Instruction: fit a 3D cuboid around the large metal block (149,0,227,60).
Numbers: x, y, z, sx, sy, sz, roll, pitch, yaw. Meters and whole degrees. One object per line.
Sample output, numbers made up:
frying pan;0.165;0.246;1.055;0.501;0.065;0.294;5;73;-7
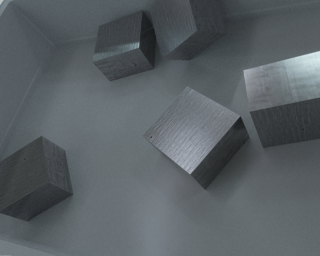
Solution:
large metal block;0.035;-0.146;0.419;0.080;0.050;0.080;-26;74;55

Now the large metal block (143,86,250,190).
large metal block;0.042;0.010;0.360;0.080;0.050;0.080;-48;52;-6

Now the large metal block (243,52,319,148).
large metal block;0.136;-0.025;0.314;0.080;0.080;0.050;-12;57;21

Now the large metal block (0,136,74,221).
large metal block;-0.177;0.071;0.436;0.080;0.050;0.080;-31;52;8

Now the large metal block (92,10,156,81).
large metal block;-0.055;-0.130;0.496;0.080;0.050;0.080;-11;57;21
